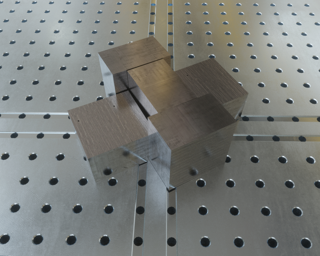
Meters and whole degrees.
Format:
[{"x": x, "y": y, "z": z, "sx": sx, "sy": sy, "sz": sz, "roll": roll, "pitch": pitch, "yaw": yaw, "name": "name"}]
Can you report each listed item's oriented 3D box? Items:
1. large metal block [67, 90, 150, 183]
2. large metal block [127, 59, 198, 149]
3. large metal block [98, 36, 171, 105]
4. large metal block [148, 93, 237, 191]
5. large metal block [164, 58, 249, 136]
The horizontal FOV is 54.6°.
[{"x": -0.059, "y": 0.008, "z": 0.386, "sx": 0.081, "sy": 0.050, "sz": 0.080, "roll": -21, "pitch": 53, "yaw": -17, "name": "large metal block"}, {"x": 0.001, "y": -0.027, "z": 0.395, "sx": 0.050, "sy": 0.080, "sz": 0.080, "roll": -23, "pitch": 54, "yaw": -18, "name": "large metal block"}, {"x": -0.033, "y": -0.070, "z": 0.430, "sx": 0.081, "sy": 0.080, "sz": 0.050, "roll": -22, "pitch": 53, "yaw": -18, "name": "large metal block"}, {"x": 0.034, "y": 0.016, "z": 0.358, "sx": 0.081, "sy": 0.080, "sz": 0.050, "roll": -22, "pitch": 54, "yaw": -19, "name": "large metal block"}, {"x": 0.059, "y": -0.042, "z": 0.427, "sx": 0.081, "sy": 0.050, "sz": 0.080, "roll": -23, "pitch": 56, "yaw": -18, "name": "large metal block"}]
